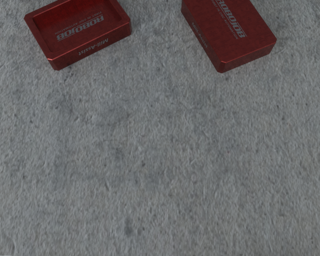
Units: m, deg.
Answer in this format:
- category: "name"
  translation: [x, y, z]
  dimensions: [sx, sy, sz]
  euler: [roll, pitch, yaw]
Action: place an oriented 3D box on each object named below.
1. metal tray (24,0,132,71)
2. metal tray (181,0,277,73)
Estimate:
- category: "metal tray"
  translation: [-0.119, -0.153, 0.459]
  dimensions: [0.131, 0.030, 0.090]
  euler: [-30, 73, -11]
- category: "metal tray"
  translation: [0.100, -0.155, 0.463]
  dimensions: [0.091, 0.030, 0.130]
  euler: [-23, 72, -9]
